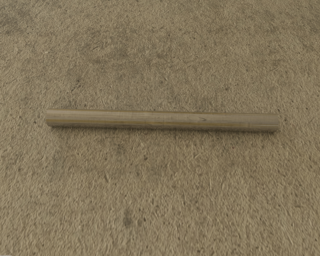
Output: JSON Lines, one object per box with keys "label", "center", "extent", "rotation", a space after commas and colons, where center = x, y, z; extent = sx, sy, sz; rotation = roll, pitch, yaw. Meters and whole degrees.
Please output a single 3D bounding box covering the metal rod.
{"label": "metal rod", "center": [0.002, -0.010, 0.414], "extent": [0.302, 0.025, 0.025], "rotation": [1, 50, 1]}
